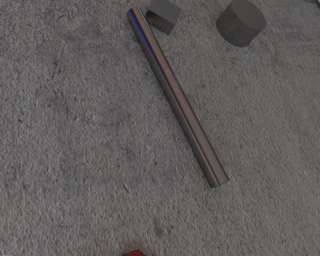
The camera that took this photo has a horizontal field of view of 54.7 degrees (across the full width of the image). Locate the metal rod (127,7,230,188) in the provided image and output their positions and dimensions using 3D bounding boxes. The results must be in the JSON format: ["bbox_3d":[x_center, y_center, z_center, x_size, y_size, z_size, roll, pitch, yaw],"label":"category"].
[{"bbox_3d":[0.019,-0.055,0.449,0.025,0.025,0.299,-13,68,-34],"label":"metal rod"}]

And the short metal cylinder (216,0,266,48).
[{"bbox_3d":[0.157,-0.204,0.599,0.081,0.050,0.080,14,56,-21],"label":"short metal cylinder"}]

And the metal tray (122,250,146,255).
[{"bbox_3d":[-0.001,0.190,0.285,0.130,0.030,0.090,38,51,-3],"label":"metal tray"}]

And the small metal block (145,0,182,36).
[{"bbox_3d":[0.004,-0.192,0.525,0.050,0.025,0.050,27,52,-12],"label":"small metal block"}]
